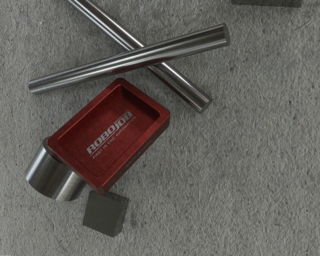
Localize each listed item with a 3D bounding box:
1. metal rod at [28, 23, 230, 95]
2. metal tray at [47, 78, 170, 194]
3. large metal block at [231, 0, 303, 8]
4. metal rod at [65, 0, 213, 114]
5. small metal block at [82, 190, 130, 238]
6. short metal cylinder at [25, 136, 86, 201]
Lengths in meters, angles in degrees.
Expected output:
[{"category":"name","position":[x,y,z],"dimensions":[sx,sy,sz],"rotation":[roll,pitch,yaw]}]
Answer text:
[{"category":"metal rod","position":[-0.059,-0.083,0.407],"dimensions":[0.300,0.025,0.025],"rotation":[-9,87,27]},{"category":"metal tray","position":[-0.061,0.006,0.390],"dimensions":[0.090,0.030,0.130],"rotation":[37,67,16]},{"category":"large metal block","position":[0.127,-0.188,0.351],"dimensions":[0.080,0.050,0.079],"rotation":[11,94,19]},{"category":"metal rod","position":[-0.050,-0.124,0.425],"dimensions":[0.300,0.025,0.025],"rotation":[42,103,14]},{"category":"small metal block","position":[-0.076,0.118,0.435],"dimensions":[0.050,0.025,0.050],"rotation":[15,95,19]},{"category":"short metal cylinder","position":[-0.134,0.055,0.425],"dimensions":[0.080,0.080,0.050],"rotation":[37,103,16]}]
